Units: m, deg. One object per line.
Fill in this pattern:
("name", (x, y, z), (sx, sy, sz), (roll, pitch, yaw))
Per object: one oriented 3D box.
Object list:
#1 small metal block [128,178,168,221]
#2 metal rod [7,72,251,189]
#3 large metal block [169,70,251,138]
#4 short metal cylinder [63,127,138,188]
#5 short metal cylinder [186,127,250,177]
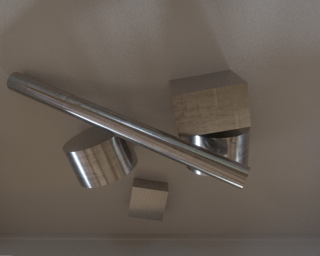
("small metal block", (-0.017, 0.104, 0.449), (0.050, 0.025, 0.050), (9, 110, -4))
("metal rod", (-0.047, -0.003, 0.354), (0.301, 0.025, 0.025), (22, 110, 13))
("large metal block", (0.056, -0.032, 0.371), (0.080, 0.080, 0.050), (-10, 110, 3))
("short metal cylinder", (-0.074, 0.032, 0.393), (0.080, 0.080, 0.050), (-17, 110, 6))
("short metal cylinder", (0.071, 0.021, 0.391), (0.081, 0.080, 0.050), (-3, 110, 0))
